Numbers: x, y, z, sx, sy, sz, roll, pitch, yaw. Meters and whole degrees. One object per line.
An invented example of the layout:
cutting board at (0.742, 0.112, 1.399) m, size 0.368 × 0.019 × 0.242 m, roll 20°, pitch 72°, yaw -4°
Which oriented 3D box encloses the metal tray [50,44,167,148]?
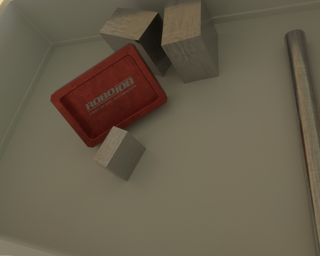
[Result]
metal tray at (-0.068, -0.043, 0.422) m, size 0.130 × 0.090 × 0.030 m, roll -31°, pitch 20°, yaw 7°

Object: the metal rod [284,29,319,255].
metal rod at (0.155, 0.017, 0.314) m, size 0.025 × 0.025 × 0.299 m, roll -8°, pitch 58°, yaw 23°

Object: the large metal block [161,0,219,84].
large metal block at (0.044, -0.120, 0.420) m, size 0.050 × 0.080 × 0.080 m, roll -9°, pitch 58°, yaw 23°

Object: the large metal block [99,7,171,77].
large metal block at (-0.029, -0.128, 0.463) m, size 0.080 × 0.080 × 0.050 m, roll 22°, pitch 74°, yaw 36°

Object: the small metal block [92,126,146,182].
small metal block at (-0.050, 0.033, 0.394) m, size 0.025 × 0.050 × 0.050 m, roll 19°, pitch 72°, yaw 35°
